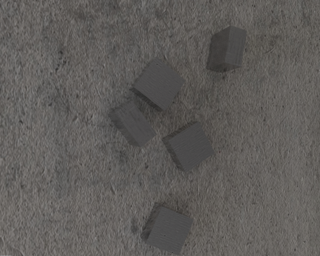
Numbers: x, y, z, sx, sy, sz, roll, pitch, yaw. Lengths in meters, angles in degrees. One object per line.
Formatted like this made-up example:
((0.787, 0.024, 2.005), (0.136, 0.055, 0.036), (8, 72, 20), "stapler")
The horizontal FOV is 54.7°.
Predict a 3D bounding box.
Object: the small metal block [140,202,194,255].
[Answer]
((0.009, 0.134, 0.413), (0.050, 0.025, 0.050), (28, 81, -18), "small metal block")

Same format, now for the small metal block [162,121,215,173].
((0.039, 0.025, 0.423), (0.050, 0.025, 0.050), (-31, 100, -17), "small metal block")

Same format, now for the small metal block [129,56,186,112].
((-0.003, -0.057, 0.408), (0.050, 0.025, 0.050), (37, 78, -16), "small metal block")

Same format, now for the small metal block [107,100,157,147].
((-0.036, -0.005, 0.382), (0.025, 0.050, 0.050), (-39, 103, -16), "small metal block")

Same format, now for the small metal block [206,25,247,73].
((0.091, -0.107, 0.429), (0.025, 0.050, 0.050), (11, 86, -20), "small metal block")
